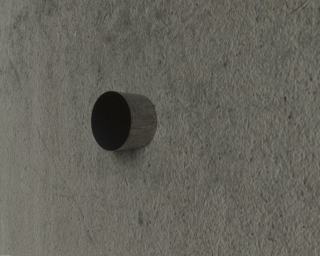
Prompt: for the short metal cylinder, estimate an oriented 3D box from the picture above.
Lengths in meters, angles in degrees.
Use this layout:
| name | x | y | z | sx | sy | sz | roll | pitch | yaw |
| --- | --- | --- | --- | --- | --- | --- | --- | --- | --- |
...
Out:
| name | x | y | z | sx | sy | sz | roll | pitch | yaw |
| --- | --- | --- | --- | --- | --- | --- | --- | --- | --- |
| short metal cylinder | -0.050 | -0.009 | 0.432 | 0.080 | 0.050 | 0.080 | 0 | 90 | 40 |
